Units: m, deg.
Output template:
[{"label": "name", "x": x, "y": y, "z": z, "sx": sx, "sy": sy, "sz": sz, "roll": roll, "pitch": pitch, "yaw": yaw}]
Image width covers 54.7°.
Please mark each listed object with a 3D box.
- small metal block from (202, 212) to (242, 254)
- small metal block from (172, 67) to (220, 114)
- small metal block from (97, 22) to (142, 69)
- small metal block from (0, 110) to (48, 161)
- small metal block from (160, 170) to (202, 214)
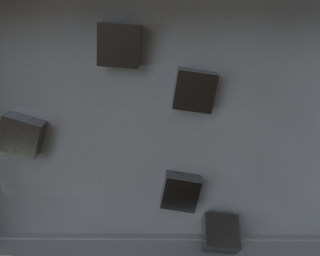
[{"label": "small metal block", "x": 0.089, "y": 0.153, "z": 0.453, "sx": 0.050, "sy": 0.050, "sz": 0.025, "roll": 7, "pitch": 141, "yaw": -3}, {"label": "small metal block", "x": 0.044, "y": -0.048, "z": 0.394, "sx": 0.050, "sy": 0.025, "sz": 0.050, "roll": 7, "pitch": 110, "yaw": -3}, {"label": "small metal block", "x": -0.049, "y": -0.100, "z": 0.374, "sx": 0.050, "sy": 0.025, "sz": 0.050, "roll": 4, "pitch": 110, "yaw": -2}, {"label": "small metal block", "x": -0.184, "y": 0.010, "z": 0.412, "sx": 0.050, "sy": 0.025, "sz": 0.050, "roll": 17, "pitch": 109, "yaw": -7}, {"label": "small metal block", "x": 0.029, "y": 0.091, "z": 0.446, "sx": 0.050, "sy": 0.025, "sz": 0.050, "roll": 10, "pitch": 110, "yaw": -4}]
